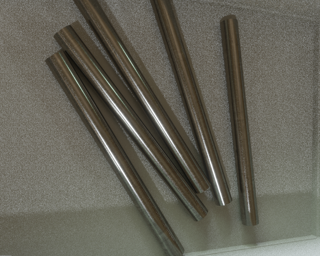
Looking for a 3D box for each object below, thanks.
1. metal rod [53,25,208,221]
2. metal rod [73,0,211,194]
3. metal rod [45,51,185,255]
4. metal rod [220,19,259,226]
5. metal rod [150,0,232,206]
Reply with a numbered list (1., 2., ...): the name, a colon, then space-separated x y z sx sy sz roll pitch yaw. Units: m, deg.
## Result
1. metal rod: -0.030 0.003 0.400 0.025 0.025 0.299 -40 103 -16
2. metal rod: -0.018 -0.040 0.404 0.025 0.025 0.299 -36 102 -17
3. metal rod: -0.051 0.043 0.392 0.025 0.025 0.299 -33 101 -17
4. metal rod: 0.117 -0.006 0.455 0.025 0.025 0.298 -8 93 -20
5. metal rod: 0.045 -0.034 0.428 0.025 0.025 0.298 -21 97 -19
